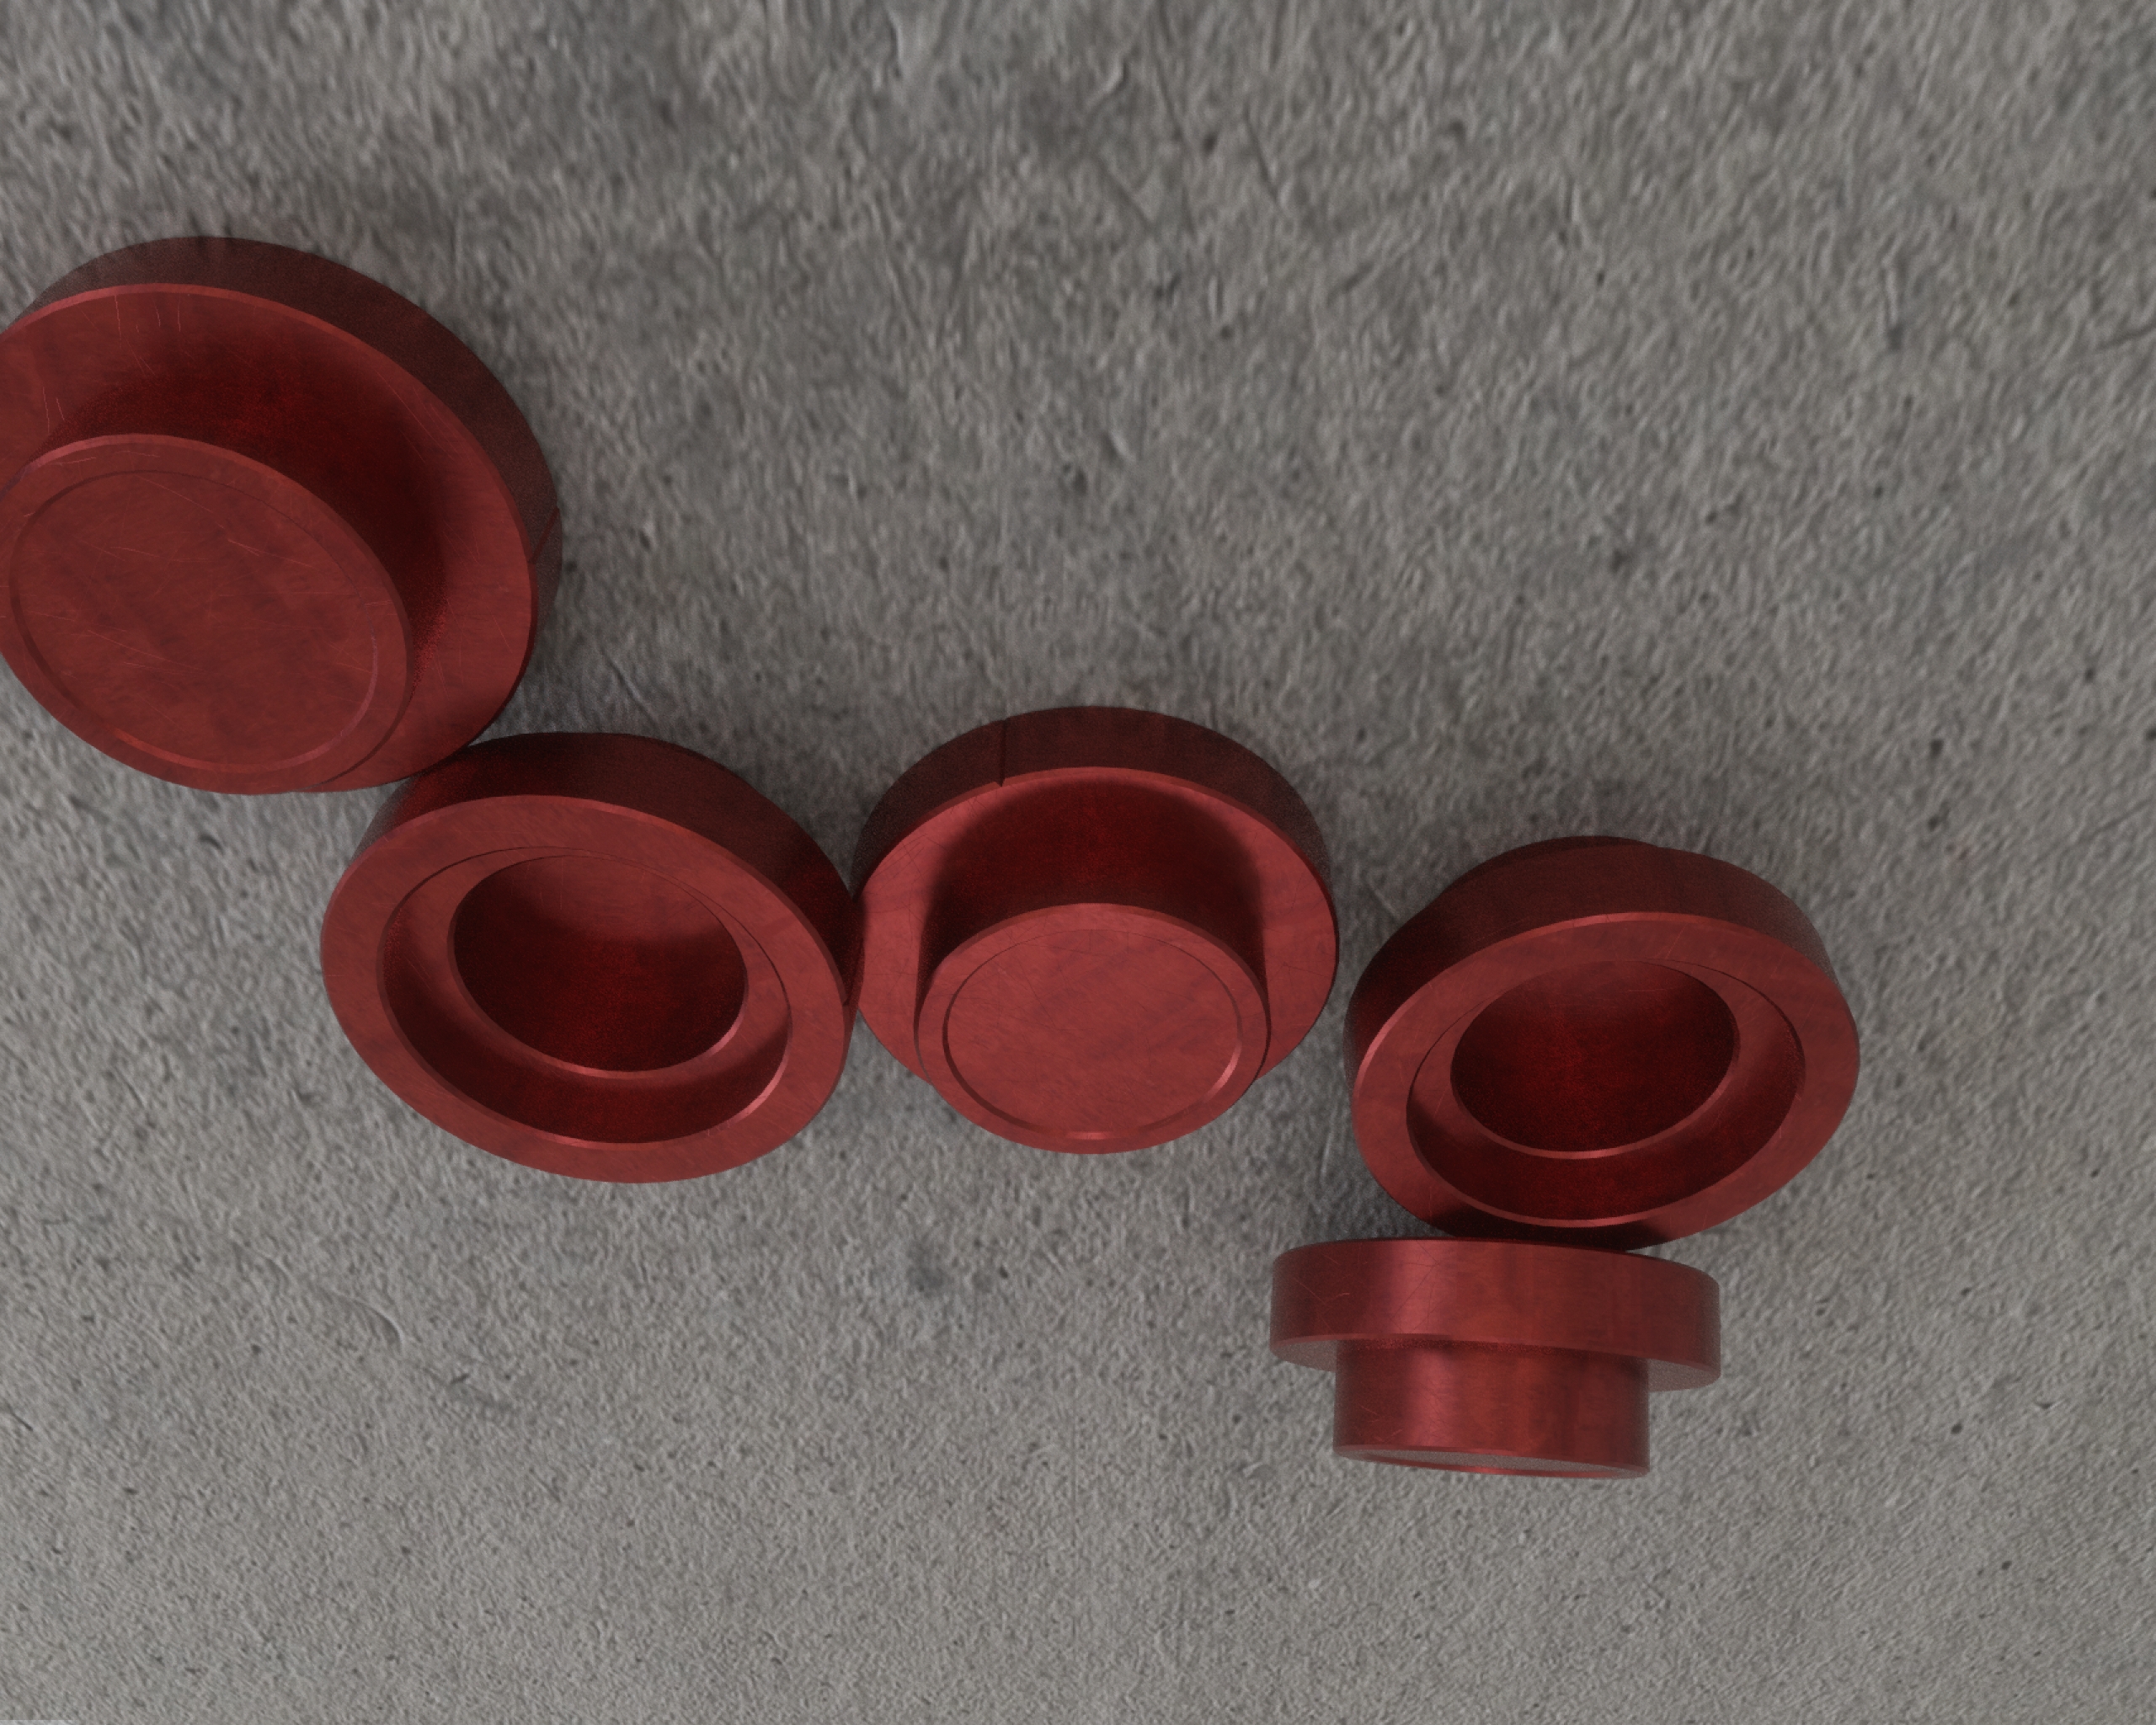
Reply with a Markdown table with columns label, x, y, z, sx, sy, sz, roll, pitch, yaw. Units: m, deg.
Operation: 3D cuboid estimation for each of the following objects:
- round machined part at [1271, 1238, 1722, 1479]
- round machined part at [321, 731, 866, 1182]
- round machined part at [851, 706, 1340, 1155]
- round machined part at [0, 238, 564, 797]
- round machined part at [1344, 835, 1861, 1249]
| label | x | y | z | sx | sy | sz | roll | pitch | yaw |
| --- | --- | --- | --- | --- | --- | --- | --- | --- | --- |
| round machined part | 0.092 | 0.113 | 0.464 | 0.099 | 0.042 | 0.098 | 4 | 161 | 2 |
| round machined part | -0.090 | 0.014 | 0.404 | 0.099 | 0.042 | 0.097 | 2 | 129 | 3 |
| round machined part | 0.003 | 0.020 | 0.413 | 0.099 | 0.042 | 0.097 | 0 | 130 | 0 |
| round machined part | -0.140 | -0.050 | 0.349 | 0.099 | 0.042 | 0.097 | 0 | 128 | 1 |
| round machined part | 0.103 | 0.033 | 0.425 | 0.099 | 0.042 | 0.097 | 0 | 130 | 0 |
